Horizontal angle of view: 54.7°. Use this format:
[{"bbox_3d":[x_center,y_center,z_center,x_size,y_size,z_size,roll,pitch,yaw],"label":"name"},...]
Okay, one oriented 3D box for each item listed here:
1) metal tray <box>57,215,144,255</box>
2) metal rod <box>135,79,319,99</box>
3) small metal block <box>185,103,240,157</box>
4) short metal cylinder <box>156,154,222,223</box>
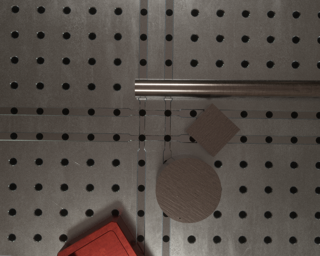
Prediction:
[{"bbox_3d":[-0.062,0.194,0.410,0.090,0.030,0.130,-31,90,-1],"label":"metal tray"},{"bbox_3d":[0.118,-0.052,0.414,0.302,0.025,0.025,0,90,-1],"label":"metal rod"},{"bbox_3d":[0.069,0.003,0.414,0.050,0.025,0.050,44,90,-1],"label":"small metal block"},{"bbox_3d":[0.035,0.076,0.401,0.081,0.050,0.079,0,90,-1],"label":"short metal cylinder"}]
